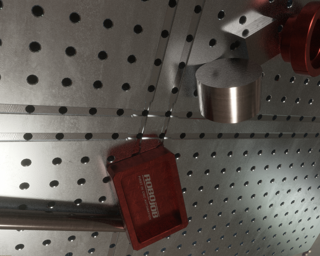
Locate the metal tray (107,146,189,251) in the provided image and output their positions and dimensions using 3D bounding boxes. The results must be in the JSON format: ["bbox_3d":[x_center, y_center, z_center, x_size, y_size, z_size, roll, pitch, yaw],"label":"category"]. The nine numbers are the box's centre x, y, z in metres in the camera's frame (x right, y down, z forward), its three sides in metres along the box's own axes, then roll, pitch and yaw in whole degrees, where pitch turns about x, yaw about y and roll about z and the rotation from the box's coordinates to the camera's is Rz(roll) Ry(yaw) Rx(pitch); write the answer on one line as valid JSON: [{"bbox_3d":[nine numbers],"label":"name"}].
[{"bbox_3d":[-0.014,0.101,0.444,0.091,0.030,0.129,-20,113,-18],"label":"metal tray"}]

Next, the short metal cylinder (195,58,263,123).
[{"bbox_3d":[0.088,-0.049,0.395,0.081,0.080,0.050,-22,127,-16],"label":"short metal cylinder"}]

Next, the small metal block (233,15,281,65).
[{"bbox_3d":[0.131,-0.113,0.415,0.050,0.025,0.050,-32,129,-8],"label":"small metal block"}]

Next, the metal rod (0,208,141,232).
[{"bbox_3d":[-0.122,0.128,0.424,0.302,0.025,0.025,15,111,-35],"label":"metal rod"}]

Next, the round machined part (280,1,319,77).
[{"bbox_3d":[0.201,-0.121,0.424,0.099,0.042,0.097,-17,116,-40],"label":"round machined part"}]
